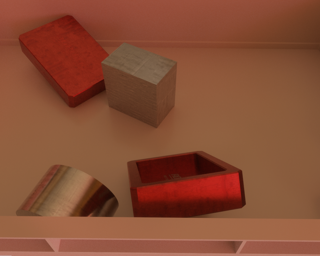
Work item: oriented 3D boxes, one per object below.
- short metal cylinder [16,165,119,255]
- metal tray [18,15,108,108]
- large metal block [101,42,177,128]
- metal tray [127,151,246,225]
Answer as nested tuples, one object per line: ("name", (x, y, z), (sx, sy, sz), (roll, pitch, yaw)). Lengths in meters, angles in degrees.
("short metal cylinder", (-0.088, 0.080, 0.301), (0.080, 0.080, 0.050), (18, 52, 14))
("metal tray", (-0.134, -0.103, 0.464), (0.091, 0.030, 0.130), (-36, 75, -26))
("large metal block", (-0.026, -0.057, 0.417), (0.080, 0.080, 0.050), (24, 54, 19))
("metal tray", (0.016, 0.051, 0.304), (0.091, 0.130, 0.030), (-8, 94, -7))
